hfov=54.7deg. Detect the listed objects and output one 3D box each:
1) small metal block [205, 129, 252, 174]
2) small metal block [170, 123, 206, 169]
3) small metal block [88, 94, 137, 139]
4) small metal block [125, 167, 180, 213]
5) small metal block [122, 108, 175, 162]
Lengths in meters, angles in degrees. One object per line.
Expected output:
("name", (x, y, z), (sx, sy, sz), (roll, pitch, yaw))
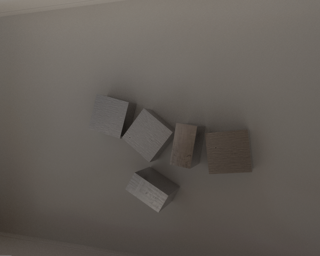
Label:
("small metal block", (0.085, 0.029, 0.378), (0.050, 0.025, 0.050), (-6, 88, 19))
("small metal block", (0.035, 0.020, 0.382), (0.025, 0.050, 0.050), (10, 93, 19))
("small metal block", (-0.066, -0.016, 0.430), (0.050, 0.025, 0.050), (16, 95, 19))
("small metal block", (-0.008, 0.077, 0.397), (0.050, 0.050, 0.025), (32, 101, 16))
("small metal block", (-0.013, 0.009, 0.411), (0.050, 0.025, 0.050), (40, 102, 15))
